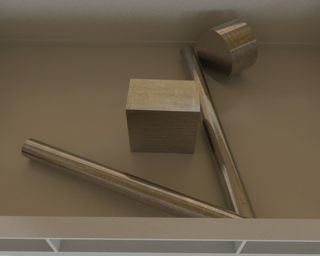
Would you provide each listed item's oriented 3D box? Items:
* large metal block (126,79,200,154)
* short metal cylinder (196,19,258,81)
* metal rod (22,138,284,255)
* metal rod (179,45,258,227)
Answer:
[{"bbox_3d":[0.004,-0.012,0.380,0.081,0.080,0.050,2,50,1],"label":"large metal block"},{"bbox_3d":[0.100,-0.118,0.470,0.050,0.080,0.080,-28,56,-22],"label":"short metal cylinder"},{"bbox_3d":[-0.024,0.066,0.336,0.301,0.025,0.025,17,52,18],"label":"metal rod"},{"bbox_3d":[0.067,-0.013,0.416,0.025,0.025,0.300,-6,50,-6],"label":"metal rod"}]
